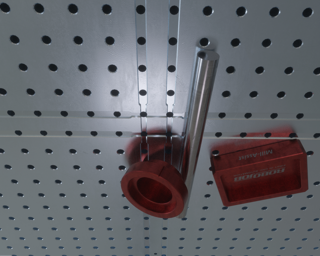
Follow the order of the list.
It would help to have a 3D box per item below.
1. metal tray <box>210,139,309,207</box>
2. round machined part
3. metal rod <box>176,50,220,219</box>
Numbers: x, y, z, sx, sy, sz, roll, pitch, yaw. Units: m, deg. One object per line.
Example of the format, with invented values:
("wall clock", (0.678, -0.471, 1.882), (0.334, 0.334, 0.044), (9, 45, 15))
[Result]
("metal tray", (0.151, 0.071, 0.469), (0.130, 0.030, 0.090), (-14, 129, 11))
("round machined part", (-0.005, 0.085, 0.458), (0.098, 0.042, 0.097), (14, 132, 17))
("metal rod", (0.044, 0.033, 0.439), (0.025, 0.025, 0.298), (3, 130, -3))
